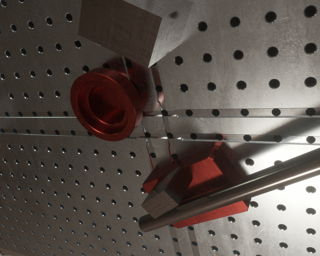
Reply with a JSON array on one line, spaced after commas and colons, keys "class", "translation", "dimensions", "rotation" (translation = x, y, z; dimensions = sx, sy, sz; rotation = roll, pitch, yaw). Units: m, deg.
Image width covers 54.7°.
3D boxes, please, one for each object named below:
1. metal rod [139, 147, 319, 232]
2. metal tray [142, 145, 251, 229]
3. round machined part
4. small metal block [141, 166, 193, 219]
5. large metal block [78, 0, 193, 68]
[{"class": "metal rod", "translation": [0.078, 0.084, 0.381], "dimensions": [0.299, 0.025, 0.025], "rotation": [-32, 101, 37]}, {"class": "metal tray", "translation": [0.049, 0.087, 0.435], "dimensions": [0.130, 0.030, 0.090], "rotation": [-29, 103, 37]}, {"class": "round machined part", "translation": [-0.066, -0.034, 0.412], "dimensions": [0.098, 0.042, 0.097], "rotation": [13, 124, 20]}, {"class": "small metal block", "translation": [0.009, 0.084, 0.401], "dimensions": [0.025, 0.050, 0.050], "rotation": [46, 129, -4]}, {"class": "large metal block", "translation": [-0.023, -0.113, 0.317], "dimensions": [0.080, 0.080, 0.050], "rotation": [28, 128, 10]}]
